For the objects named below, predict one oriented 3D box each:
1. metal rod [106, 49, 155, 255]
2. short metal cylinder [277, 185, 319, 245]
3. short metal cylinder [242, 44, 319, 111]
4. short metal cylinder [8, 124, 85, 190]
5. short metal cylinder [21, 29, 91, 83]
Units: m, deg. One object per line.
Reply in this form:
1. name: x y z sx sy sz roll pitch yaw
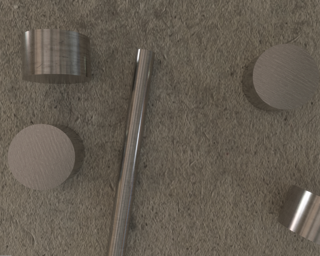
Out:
1. metal rod: -0.041 0.047 0.409 0.025 0.025 0.298 8 90 0
2. short metal cylinder: 0.195 0.110 0.384 0.080 0.080 0.050 23 90 0
3. short metal cylinder: 0.152 -0.062 0.399 0.081 0.050 0.080 0 90 0
4. short metal cylinder: -0.142 0.035 0.396 0.081 0.050 0.080 0 90 0
5. short metal cylinder: -0.126 -0.085 0.381 0.081 0.080 0.050 -2 90 0
